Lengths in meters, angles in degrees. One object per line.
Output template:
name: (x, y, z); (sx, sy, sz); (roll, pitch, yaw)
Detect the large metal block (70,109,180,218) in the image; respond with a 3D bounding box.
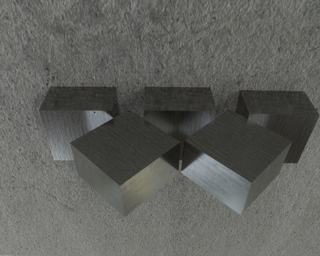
large metal block: (-0.036, 0.034, 0.335); (0.081, 0.080, 0.050); (-34, 141, -33)

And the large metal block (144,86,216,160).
large metal block: (0.022, -0.005, 0.389); (0.081, 0.050, 0.079); (1, 130, -1)

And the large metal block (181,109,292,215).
large metal block: (0.081, 0.033, 0.339); (0.080, 0.081, 0.050); (33, 138, 32)

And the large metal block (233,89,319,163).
large metal block: (0.139, -0.001, 0.394); (0.081, 0.050, 0.079); (1, 130, -2)

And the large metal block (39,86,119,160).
large metal block: (-0.094, -0.005, 0.387); (0.081, 0.050, 0.079); (0, 130, -1)
